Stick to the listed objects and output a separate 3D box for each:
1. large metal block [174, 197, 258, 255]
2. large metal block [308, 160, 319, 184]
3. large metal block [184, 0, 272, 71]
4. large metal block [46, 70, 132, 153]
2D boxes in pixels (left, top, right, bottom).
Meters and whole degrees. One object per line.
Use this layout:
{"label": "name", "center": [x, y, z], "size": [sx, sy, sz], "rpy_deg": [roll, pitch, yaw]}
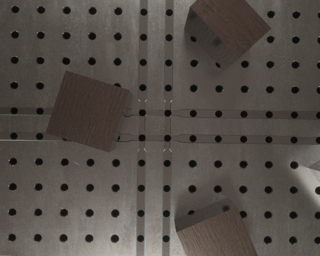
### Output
{"label": "large metal block", "center": [0.073, 0.148, 0.402], "size": [0.080, 0.050, 0.080], "rpy_deg": [-23, 90, -1]}
{"label": "large metal block", "center": [0.262, 0.065, 0.404], "size": [0.080, 0.050, 0.080], "rpy_deg": [-36, 90, 0]}
{"label": "large metal block", "center": [0.079, -0.124, 0.387], "size": [0.050, 0.080, 0.080], "rpy_deg": [-43, 91, 0]}
{"label": "large metal block", "center": [-0.088, -0.020, 0.400], "size": [0.080, 0.050, 0.080], "rpy_deg": [17, 90, -1]}
